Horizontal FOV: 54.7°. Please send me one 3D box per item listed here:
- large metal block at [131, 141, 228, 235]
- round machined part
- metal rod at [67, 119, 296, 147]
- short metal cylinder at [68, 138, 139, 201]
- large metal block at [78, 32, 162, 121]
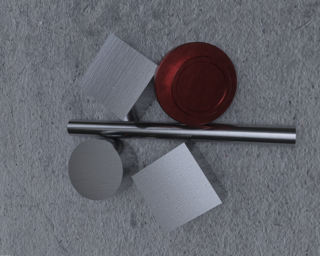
[{"bbox_3d":[0.025,0.072,0.387,0.080,0.050,0.080,-35,79,16],"label":"large metal block"},{"bbox_3d":[0.043,-0.050,0.360,0.099,0.042,0.097,-2,105,-8],"label":"round machined part"},{"bbox_3d":[0.013,0.004,0.406,0.301,0.025,0.025,2,91,19],"label":"metal rod"},{"bbox_3d":[-0.076,0.054,0.422,0.080,0.050,0.079,0,90,19],"label":"short metal cylinder"},{"bbox_3d":[-0.045,-0.065,0.409,0.080,0.050,0.080,38,102,15],"label":"large metal block"}]
